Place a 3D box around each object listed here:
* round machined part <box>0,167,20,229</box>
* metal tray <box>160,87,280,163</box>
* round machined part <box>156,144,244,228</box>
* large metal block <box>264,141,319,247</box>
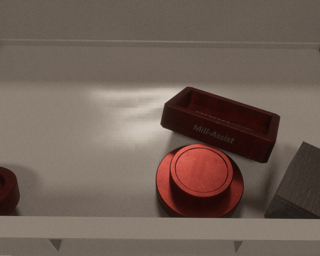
[{"bbox_3d":[-0.193,0.079,0.308,0.099,0.042,0.098,1,23,0],"label":"round machined part"},{"bbox_3d":[0.078,-0.009,0.387,0.130,0.030,0.090,20,28,16],"label":"metal tray"},{"bbox_3d":[0.044,0.057,0.347,0.099,0.042,0.098,0,50,0],"label":"round machined part"},{"bbox_3d":[0.171,0.073,0.330,0.080,0.050,0.080,28,55,21],"label":"large metal block"}]
